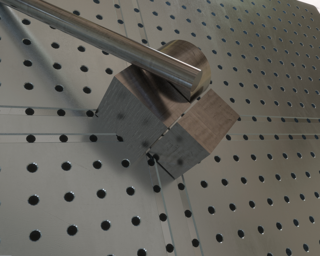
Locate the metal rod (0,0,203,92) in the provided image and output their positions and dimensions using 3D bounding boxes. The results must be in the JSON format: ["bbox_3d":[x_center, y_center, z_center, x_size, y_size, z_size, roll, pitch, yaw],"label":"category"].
[{"bbox_3d":[-0.090,-0.115,0.364,0.301,0.025,0.025,27,49,16],"label":"metal rod"}]

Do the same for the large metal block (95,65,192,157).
[{"bbox_3d":[-0.023,-0.023,0.377,0.080,0.080,0.050,44,51,2],"label":"large metal block"}]

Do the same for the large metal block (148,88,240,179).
[{"bbox_3d":[0.042,0.008,0.390,0.050,0.080,0.080,45,51,2],"label":"large metal block"}]

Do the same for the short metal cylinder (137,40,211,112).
[{"bbox_3d":[0.017,-0.064,0.389,0.080,0.080,0.050,45,51,2],"label":"short metal cylinder"}]

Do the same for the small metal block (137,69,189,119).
[{"bbox_3d":[0.005,-0.049,0.443,0.050,0.025,0.050,41,51,-1],"label":"small metal block"}]
